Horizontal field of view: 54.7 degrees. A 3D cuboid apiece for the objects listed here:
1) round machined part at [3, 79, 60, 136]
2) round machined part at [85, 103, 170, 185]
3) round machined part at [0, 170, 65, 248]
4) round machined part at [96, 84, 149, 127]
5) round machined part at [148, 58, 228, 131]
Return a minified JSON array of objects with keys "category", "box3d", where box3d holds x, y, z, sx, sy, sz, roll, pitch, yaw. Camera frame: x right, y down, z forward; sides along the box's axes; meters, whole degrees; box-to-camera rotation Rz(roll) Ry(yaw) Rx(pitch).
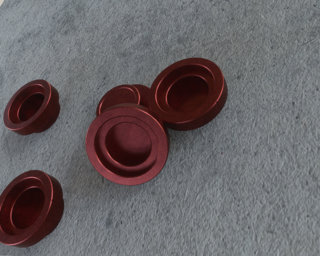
[{"category":"round machined part","box3d":[-0.209,-0.030,0.522,0.098,0.042,0.098,-13,56,21]},{"category":"round machined part","box3d":[-0.037,0.017,0.379,0.098,0.098,0.042,-25,11,13]},{"category":"round machined part","box3d":[-0.169,0.109,0.415,0.098,0.042,0.098,-13,56,21]},{"category":"round machined part","box3d":[-0.049,-0.022,0.432,0.098,0.042,0.098,-13,56,21]},{"category":"round machined part","box3d":[0.038,-0.039,0.396,0.098,0.042,0.098,-13,56,20]}]
